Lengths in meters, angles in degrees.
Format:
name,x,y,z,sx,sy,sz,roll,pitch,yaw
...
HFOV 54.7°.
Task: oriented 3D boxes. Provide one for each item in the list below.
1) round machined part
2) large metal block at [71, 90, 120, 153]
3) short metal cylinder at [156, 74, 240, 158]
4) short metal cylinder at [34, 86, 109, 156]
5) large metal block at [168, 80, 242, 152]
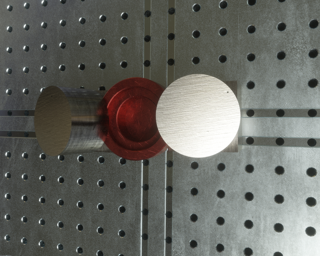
name,x,y,z,sx,sy,sz,roll,pitch,yaw
round machined part,-0.023,-0.011,0.380,0.098,0.042,0.097,0,90,20
large metal block,-0.085,-0.009,0.429,0.080,0.050,0.080,1,90,20
short metal cylinder,0.036,-0.012,0.319,0.081,0.050,0.080,0,90,0
short metal cylinder,-0.106,-0.008,0.370,0.080,0.050,0.079,1,92,41
large metal block,0.057,-0.012,0.379,0.080,0.050,0.080,-1,90,20
